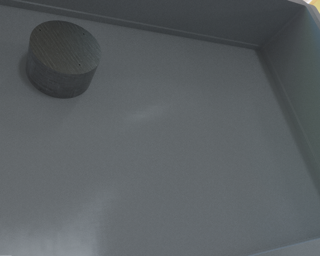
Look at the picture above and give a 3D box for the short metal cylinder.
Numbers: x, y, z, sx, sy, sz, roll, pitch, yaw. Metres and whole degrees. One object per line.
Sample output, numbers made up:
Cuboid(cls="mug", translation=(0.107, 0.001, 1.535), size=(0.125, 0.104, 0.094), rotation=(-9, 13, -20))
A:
Cuboid(cls="short metal cylinder", translation=(-0.118, -0.083, 0.377), size=(0.081, 0.050, 0.080), rotation=(14, 56, -21))
